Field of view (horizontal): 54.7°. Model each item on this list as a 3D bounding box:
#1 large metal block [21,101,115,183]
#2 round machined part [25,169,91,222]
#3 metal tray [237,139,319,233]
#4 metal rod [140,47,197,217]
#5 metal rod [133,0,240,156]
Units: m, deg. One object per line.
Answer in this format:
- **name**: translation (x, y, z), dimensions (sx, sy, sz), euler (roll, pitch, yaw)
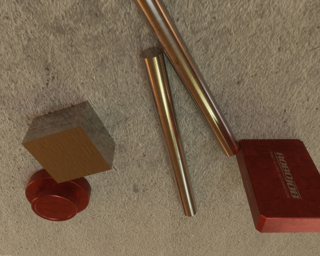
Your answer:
- **large metal block**: translation (-0.115, 0.020, 0.406), dimensions (0.080, 0.050, 0.080), euler (-16, 129, 12)
- **round machined part**: translation (-0.162, 0.111, 0.488), dimensions (0.099, 0.042, 0.097), euler (-1, 130, 0)
- **metal tray**: translation (0.157, 0.069, 0.399), dimensions (0.091, 0.130, 0.030), euler (0, 130, -1)
- **metal rod**: translation (0.021, 0.029, 0.432), dimensions (0.025, 0.025, 0.298), euler (-9, 130, 7)
- **metal rod**: translation (0.028, -0.069, 0.348), dimensions (0.025, 0.025, 0.300), euler (-23, 127, 18)
